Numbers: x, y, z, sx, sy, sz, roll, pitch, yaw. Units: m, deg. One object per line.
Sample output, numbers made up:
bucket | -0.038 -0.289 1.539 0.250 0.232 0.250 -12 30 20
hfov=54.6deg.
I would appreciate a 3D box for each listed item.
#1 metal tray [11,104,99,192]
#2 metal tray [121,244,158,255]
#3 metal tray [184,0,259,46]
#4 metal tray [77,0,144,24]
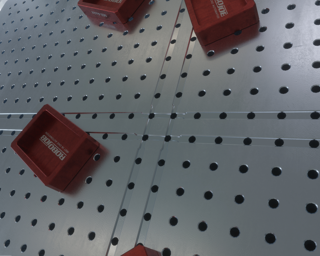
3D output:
metal tray | -0.165 0.026 0.476 0.130 0.030 0.090 30 78 38
metal tray | -0.050 0.192 0.314 0.130 0.030 0.090 -33 51 6
metal tray | 0.088 -0.196 0.479 0.090 0.030 0.130 -21 54 16
metal tray | -0.093 -0.258 0.614 0.130 0.030 0.090 26 76 37
